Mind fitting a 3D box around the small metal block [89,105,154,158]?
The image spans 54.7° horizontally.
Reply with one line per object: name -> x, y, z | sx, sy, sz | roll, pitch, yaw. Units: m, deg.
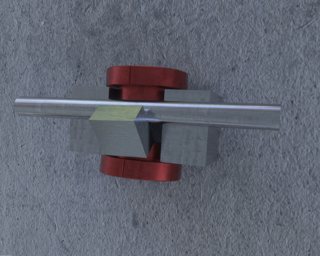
small metal block -> -0.039, 0.003, 0.324 | 0.050, 0.025, 0.050 | 2, 131, 21

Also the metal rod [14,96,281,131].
metal rod -> -0.031, -0.018, 0.336 | 0.301, 0.025, 0.025 | 4, 91, 20

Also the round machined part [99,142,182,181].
round machined part -> -0.022, 0.036, 0.379 | 0.098, 0.098, 0.042 | 5, 87, 20

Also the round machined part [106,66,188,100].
round machined part -> -0.016, -0.047, 0.377 | 0.098, 0.098, 0.042 | 4, 92, 20

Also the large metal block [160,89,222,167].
large metal block -> 0.040, -0.001, 0.367 | 0.050, 0.080, 0.079 | 4, 92, 20

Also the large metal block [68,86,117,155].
large metal block -> -0.072, -0.010, 0.406 | 0.050, 0.080, 0.079 | 5, 92, 20
